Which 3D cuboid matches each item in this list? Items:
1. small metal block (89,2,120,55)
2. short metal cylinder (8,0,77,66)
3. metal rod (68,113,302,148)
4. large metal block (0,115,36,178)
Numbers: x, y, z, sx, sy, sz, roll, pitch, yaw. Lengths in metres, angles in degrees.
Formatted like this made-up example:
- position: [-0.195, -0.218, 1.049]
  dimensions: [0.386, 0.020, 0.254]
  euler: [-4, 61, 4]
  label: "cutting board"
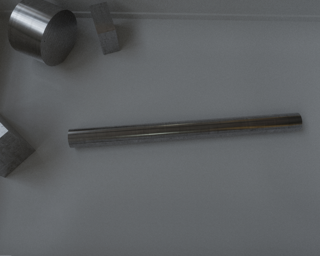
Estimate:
- position: [-0.079, -0.143, 0.448]
  dimensions: [0.025, 0.050, 0.050]
  euler: [-17, 71, -6]
  label: "small metal block"
- position: [-0.159, -0.132, 0.427]
  dimensions: [0.050, 0.080, 0.080]
  euler: [25, 72, 8]
  label: "short metal cylinder"
- position: [0.034, 0.003, 0.409]
  dimensions: [0.302, 0.025, 0.025]
  euler: [-4, 70, -2]
  label: "metal rod"
- position: [-0.211, 0.008, 0.375]
  dimensions: [0.080, 0.080, 0.050]
  euler: [41, 75, 13]
  label: "large metal block"
